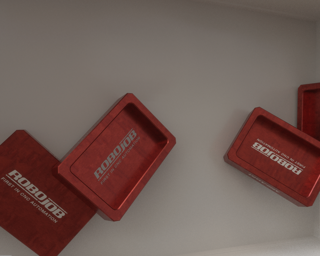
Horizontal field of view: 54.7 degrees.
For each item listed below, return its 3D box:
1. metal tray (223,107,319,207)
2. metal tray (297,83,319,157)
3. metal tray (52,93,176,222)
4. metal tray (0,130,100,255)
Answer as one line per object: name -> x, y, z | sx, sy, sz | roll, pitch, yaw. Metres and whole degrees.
metal tray -> 0.170, 0.041, 0.443 | 0.130, 0.030, 0.090 | 32, 79, 7
metal tray -> 0.256, -0.004, 0.467 | 0.030, 0.090, 0.129 | 2, 90, -30
metal tray -> -0.049, 0.032, 0.371 | 0.090, 0.030, 0.130 | 46, 60, -14
metal tray -> -0.143, 0.076, 0.355 | 0.130, 0.030, 0.090 | 46, 76, -14
